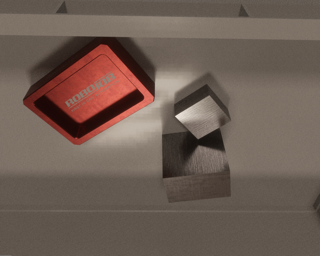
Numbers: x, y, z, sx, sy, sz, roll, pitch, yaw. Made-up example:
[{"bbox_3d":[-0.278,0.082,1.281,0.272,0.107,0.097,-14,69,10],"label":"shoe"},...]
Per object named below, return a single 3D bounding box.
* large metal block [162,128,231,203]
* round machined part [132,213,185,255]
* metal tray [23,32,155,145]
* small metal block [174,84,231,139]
[{"bbox_3d":[0.047,0.048,0.415,0.080,0.080,0.050,-7,130,6],"label":"large metal block"},{"bbox_3d":[-0.003,0.204,0.574,0.099,0.042,0.097,-1,130,0],"label":"round machined part"},{"bbox_3d":[-0.083,-0.041,0.369,0.130,0.030,0.090,-29,125,22],"label":"metal tray"},{"bbox_3d":[0.054,-0.020,0.393,0.050,0.025,0.050,-32,124,23],"label":"small metal block"}]
